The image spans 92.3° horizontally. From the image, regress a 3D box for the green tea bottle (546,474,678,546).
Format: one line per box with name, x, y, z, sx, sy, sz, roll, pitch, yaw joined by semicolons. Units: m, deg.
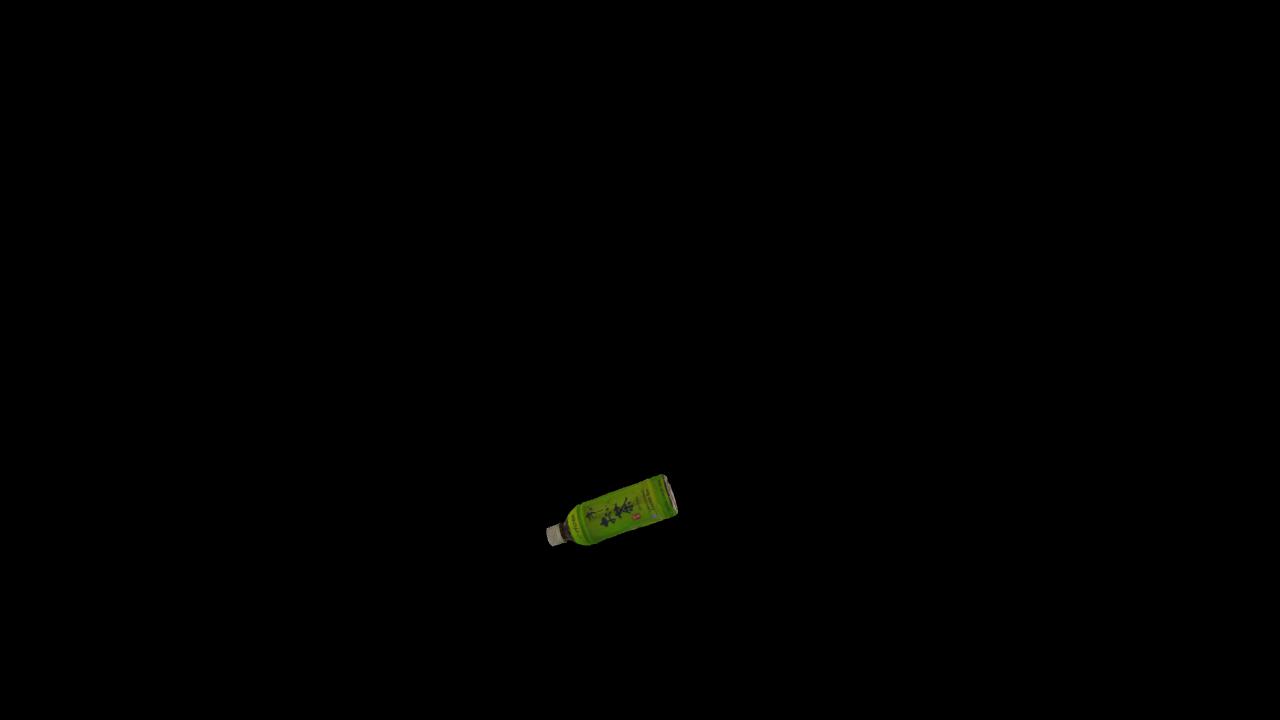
green tea bottle;-0.047;0.249;0.987;0.212;0.073;0.073;-21;-2;5
